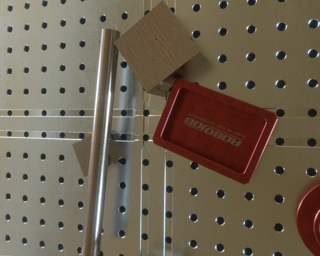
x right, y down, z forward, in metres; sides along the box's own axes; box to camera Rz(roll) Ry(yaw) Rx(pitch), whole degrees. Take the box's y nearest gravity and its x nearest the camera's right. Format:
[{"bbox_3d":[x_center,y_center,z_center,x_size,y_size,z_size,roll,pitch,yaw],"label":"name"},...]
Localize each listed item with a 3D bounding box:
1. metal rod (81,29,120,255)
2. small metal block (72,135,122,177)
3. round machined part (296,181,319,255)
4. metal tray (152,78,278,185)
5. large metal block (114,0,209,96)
[{"bbox_3d":[-0.079,0.021,0.414,0.025,0.025,0.298,6,91,20],"label":"metal rod"},{"bbox_3d":[-0.091,0.036,0.445,0.050,0.025,0.050,-25,82,18],"label":"small metal block"},{"bbox_3d":[0.200,0.104,0.333,0.098,0.042,0.097,0,90,20],"label":"round machined part"},{"bbox_3d":[0.066,0.002,0.386,0.130,0.030,0.089,24,98,18],"label":"metal tray"},{"bbox_3d":[0.002,-0.098,0.398,0.080,0.050,0.080,-36,79,16],"label":"large metal block"}]
